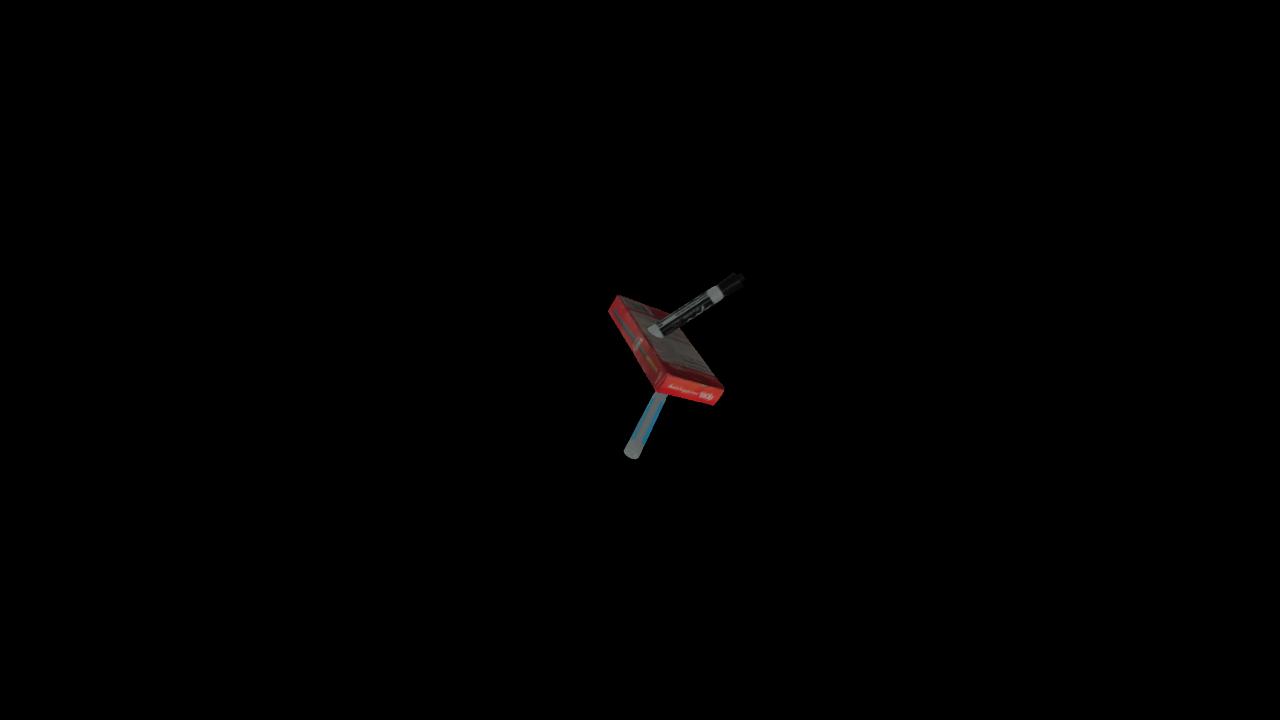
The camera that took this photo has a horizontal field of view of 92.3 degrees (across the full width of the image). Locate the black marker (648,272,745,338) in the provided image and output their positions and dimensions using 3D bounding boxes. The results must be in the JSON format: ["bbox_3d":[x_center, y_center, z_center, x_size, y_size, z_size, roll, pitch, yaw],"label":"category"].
[{"bbox_3d":[0.060,-0.057,0.665,0.121,0.020,0.020,-33,-5,7],"label":"black marker"}]

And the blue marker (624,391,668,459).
[{"bbox_3d":[0.013,0.065,0.729,0.020,0.020,0.121,0,43,32],"label":"blue marker"}]

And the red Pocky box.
[{"bbox_3d":[0.025,-0.013,0.683,0.083,0.028,0.155,17,27,-35],"label":"red Pocky box"}]
